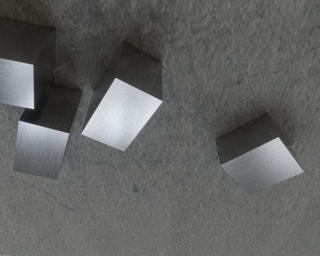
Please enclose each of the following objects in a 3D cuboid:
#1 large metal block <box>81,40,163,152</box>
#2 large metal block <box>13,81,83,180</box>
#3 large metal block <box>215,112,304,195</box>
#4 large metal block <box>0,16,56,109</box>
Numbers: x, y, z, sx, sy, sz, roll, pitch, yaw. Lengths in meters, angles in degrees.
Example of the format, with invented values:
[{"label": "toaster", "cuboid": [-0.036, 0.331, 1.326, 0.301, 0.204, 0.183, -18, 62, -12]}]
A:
[{"label": "large metal block", "cuboid": [-0.040, -0.035, 0.340, 0.050, 0.080, 0.080, 25, 126, -20]}, {"label": "large metal block", "cuboid": [-0.133, 0.002, 0.371, 0.050, 0.080, 0.079, 16, 128, -14]}, {"label": "large metal block", "cuboid": [0.135, 0.037, 0.425, 0.080, 0.050, 0.080, -31, 124, 23]}, {"label": "large metal block", "cuboid": [-0.156, -0.070, 0.309, 0.081, 0.080, 0.050, 10, 129, -9]}]
